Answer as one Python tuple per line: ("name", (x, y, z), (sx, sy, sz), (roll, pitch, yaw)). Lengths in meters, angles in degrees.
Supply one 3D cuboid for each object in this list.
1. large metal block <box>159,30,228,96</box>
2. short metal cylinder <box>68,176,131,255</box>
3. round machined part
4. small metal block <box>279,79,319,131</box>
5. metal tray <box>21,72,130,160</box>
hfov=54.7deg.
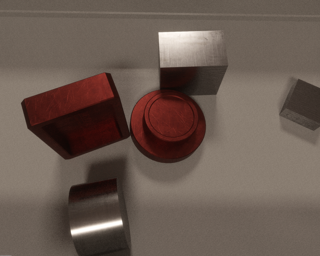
("large metal block", (0.039, -0.083, 0.411), (0.081, 0.080, 0.050), (-2, 70, -1))
("short metal cylinder", (-0.065, 0.098, 0.344), (0.050, 0.080, 0.080), (-11, 71, -4))
("round machined part", (0.011, -0.007, 0.397), (0.099, 0.042, 0.098), (3, 68, -8))
("small metal block", (0.200, -0.032, 0.424), (0.050, 0.025, 0.050), (26, 72, 9))
("metal tray", (-0.087, -0.007, 0.355), (0.091, 0.130, 0.030), (-20, 72, -7))
